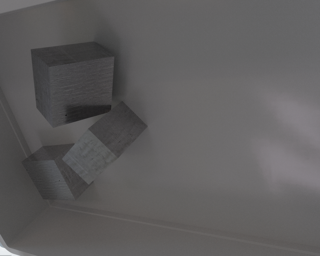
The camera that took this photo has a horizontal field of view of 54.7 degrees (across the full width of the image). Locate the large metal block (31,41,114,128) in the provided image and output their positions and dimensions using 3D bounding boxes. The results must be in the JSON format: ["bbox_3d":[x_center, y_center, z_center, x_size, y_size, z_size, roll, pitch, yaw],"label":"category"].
[{"bbox_3d":[-0.107,-0.056,0.386,0.050,0.081,0.079,40,134,35],"label":"large metal block"}]

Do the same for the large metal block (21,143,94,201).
[{"bbox_3d":[-0.175,0.076,0.532,0.080,0.050,0.080,-7,115,31],"label":"large metal block"}]

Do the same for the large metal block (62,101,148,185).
[{"bbox_3d":[-0.074,0.020,0.425,0.050,0.080,0.080,45,129,-4],"label":"large metal block"}]
